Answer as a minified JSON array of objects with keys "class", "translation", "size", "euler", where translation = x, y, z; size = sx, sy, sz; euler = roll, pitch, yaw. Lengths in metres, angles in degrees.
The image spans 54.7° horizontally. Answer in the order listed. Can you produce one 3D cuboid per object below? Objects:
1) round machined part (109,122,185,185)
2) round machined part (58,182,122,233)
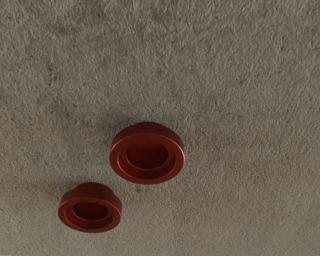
[{"class":"round machined part","translation":[-0.017,0.030,0.421],"size":[0.099,0.042,0.097],"euler":[0,130,0]},{"class":"round machined part","translation":[-0.110,0.125,0.502],"size":[0.099,0.042,0.097],"euler":[0,130,0]}]
